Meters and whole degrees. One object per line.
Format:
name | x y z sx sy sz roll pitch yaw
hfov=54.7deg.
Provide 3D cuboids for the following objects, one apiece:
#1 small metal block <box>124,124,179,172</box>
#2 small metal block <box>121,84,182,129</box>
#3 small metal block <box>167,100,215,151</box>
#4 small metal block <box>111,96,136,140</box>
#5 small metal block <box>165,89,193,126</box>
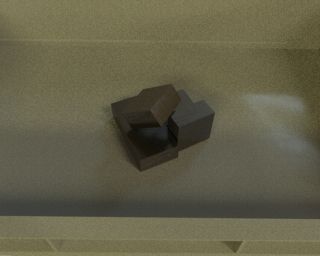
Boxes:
small metal block | -0.011 0.020 0.386 0.050 0.025 0.050 -20 53 -16
small metal block | -0.010 -0.026 0.376 0.050 0.025 0.050 -4 39 44
small metal block | 0.037 -0.002 0.389 0.050 0.050 0.025 -22 54 -19
small metal block | -0.032 -0.015 0.415 0.050 0.025 0.050 -20 53 -16
small metal block | 0.020 -0.021 0.421 0.050 0.025 0.050 -20 53 -16
